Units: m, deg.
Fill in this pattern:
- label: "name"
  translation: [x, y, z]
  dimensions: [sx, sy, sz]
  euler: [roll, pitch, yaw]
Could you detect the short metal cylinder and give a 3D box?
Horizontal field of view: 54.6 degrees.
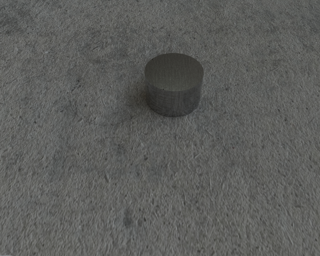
- label: "short metal cylinder"
  translation: [0.019, -0.061, 0.439]
  dimensions: [0.080, 0.050, 0.080]
  euler: [0, 50, 0]
